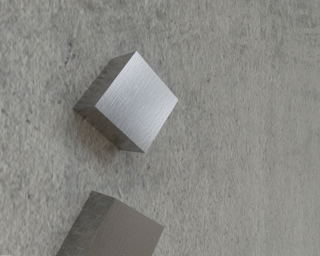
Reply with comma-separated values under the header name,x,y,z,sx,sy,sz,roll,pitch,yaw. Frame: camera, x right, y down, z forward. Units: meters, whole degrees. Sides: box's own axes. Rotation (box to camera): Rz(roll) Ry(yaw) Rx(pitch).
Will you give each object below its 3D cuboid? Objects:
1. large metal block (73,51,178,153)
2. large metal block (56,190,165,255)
name,x,y,z,sx,sy,sz,roll,pitch,yaw
large metal block,-0.037,-0.028,0.359,0.080,0.050,0.080,46,62,-30
large metal block,-0.053,0.127,0.346,0.080,0.050,0.080,41,65,-33
